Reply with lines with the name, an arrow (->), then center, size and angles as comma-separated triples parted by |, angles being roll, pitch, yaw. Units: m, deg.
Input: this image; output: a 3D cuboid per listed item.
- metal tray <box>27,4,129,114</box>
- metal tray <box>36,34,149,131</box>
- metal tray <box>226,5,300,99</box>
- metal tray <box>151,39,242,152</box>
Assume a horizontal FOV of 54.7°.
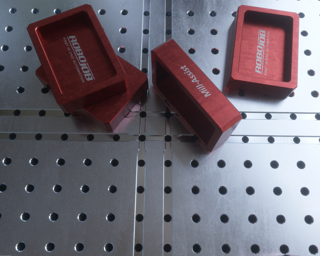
metal tray -> -0.109, -0.094, 0.409 | 0.091, 0.030, 0.130 | -24, 72, -9
metal tray -> -0.093, -0.067, 0.433 | 0.130, 0.030, 0.090 | 35, 73, 11
metal tray -> 0.151, -0.113, 0.452 | 0.091, 0.030, 0.130 | 10, 70, 3
metal tray -> 0.040, -0.038, 0.391 | 0.030, 0.090, 0.130 | -35, 74, -12
